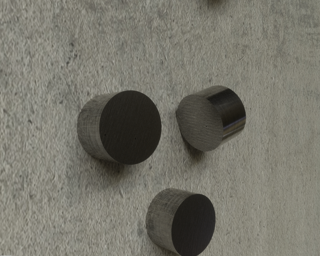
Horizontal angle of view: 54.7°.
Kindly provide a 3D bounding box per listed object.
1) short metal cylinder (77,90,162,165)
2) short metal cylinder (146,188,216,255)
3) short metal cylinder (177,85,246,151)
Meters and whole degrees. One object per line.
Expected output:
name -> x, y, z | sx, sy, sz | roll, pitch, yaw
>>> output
short metal cylinder -> -0.045, -0.001, 0.350 | 0.081, 0.050, 0.080 | 0, 90, -40
short metal cylinder -> 0.028, 0.124, 0.412 | 0.081, 0.050, 0.080 | 0, 90, -40
short metal cylinder -> 0.070, -0.014, 0.427 | 0.050, 0.080, 0.080 | -24, 106, -37
